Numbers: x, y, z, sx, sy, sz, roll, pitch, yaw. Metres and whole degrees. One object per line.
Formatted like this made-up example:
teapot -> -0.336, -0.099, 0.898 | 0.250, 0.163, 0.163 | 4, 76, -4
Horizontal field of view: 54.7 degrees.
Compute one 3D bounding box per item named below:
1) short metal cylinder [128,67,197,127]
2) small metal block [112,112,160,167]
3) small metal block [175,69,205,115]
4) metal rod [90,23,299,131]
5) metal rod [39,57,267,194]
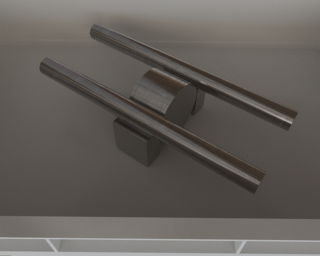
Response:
short metal cylinder -> 0.004, -0.030, 0.393 | 0.050, 0.080, 0.080 | 30, 56, 22
small metal block -> -0.028, 0.013, 0.376 | 0.050, 0.050, 0.025 | 30, 56, 22
small metal block -> 0.035, -0.053, 0.431 | 0.050, 0.050, 0.025 | 30, 56, 22
metal rod -> 0.028, -0.075, 0.402 | 0.300, 0.025, 0.025 | 29, 56, 22
metal rod -> -0.026, -0.015, 0.352 | 0.300, 0.025, 0.025 | 29, 56, 22
